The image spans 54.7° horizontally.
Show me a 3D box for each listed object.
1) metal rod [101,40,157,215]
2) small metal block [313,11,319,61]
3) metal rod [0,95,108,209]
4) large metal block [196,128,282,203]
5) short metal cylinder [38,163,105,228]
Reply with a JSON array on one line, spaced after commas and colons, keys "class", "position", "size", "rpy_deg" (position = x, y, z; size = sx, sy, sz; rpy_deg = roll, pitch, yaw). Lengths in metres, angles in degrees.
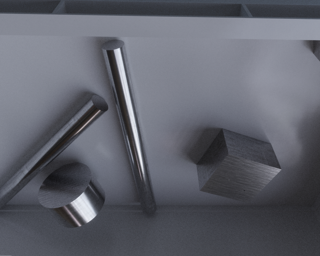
[{"class": "metal rod", "position": [-0.034, 0.023, 0.428], "size": [0.025, 0.025, 0.298], "rpy_deg": [-5, 130, 4]}, {"class": "small metal block", "position": [0.192, -0.101, 0.326], "size": [0.050, 0.025, 0.050], "rpy_deg": [-15, 129, 11]}, {"class": "metal rod", "position": [-0.178, 0.051, 0.450], "size": [0.025, 0.025, 0.299], "rpy_deg": [37, 121, -27]}, {"class": "large metal block", "position": [0.108, 0.056, 0.442], "size": [0.081, 0.050, 0.079], "rpy_deg": [17, 128, -15]}, {"class": "short metal cylinder", "position": [-0.128, 0.097, 0.454], "size": [0.080, 0.080, 0.050], "rpy_deg": [-13, 129, 10]}]
